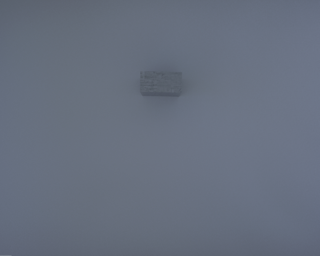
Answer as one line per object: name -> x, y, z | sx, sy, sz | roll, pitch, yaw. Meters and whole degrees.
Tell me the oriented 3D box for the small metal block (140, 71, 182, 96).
small metal block -> 0.001, -0.056, 0.399 | 0.050, 0.050, 0.025 | 1, 90, 0
